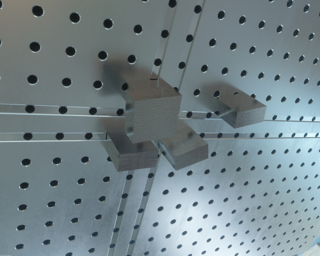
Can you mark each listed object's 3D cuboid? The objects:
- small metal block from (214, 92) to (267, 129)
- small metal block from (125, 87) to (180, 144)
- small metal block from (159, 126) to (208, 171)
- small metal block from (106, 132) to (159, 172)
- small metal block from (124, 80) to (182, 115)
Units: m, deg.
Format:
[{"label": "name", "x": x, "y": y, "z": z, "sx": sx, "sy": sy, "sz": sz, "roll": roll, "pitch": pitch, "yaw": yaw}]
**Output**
[{"label": "small metal block", "x": 0.114, "y": -0.026, "z": 0.443, "sx": 0.050, "sy": 0.050, "sz": 0.025, "roll": -12, "pitch": 124, "yaw": -22}, {"label": "small metal block", "x": -0.009, "y": -0.015, "z": 0.334, "sx": 0.050, "sy": 0.025, "sz": 0.050, "roll": -9, "pitch": 123, "yaw": -24}, {"label": "small metal block", "x": 0.032, "y": 0.027, "z": 0.431, "sx": 0.050, "sy": 0.050, "sz": 0.025, "roll": -19, "pitch": 126, "yaw": -18}, {"label": "small metal block", "x": -0.036, "y": 0.028, "z": 0.394, "sx": 0.050, "sy": 0.050, "sz": 0.025, "roll": -4, "pitch": 120, "yaw": -27}, {"label": "small metal block", "x": -0.009, "y": -0.036, "z": 0.369, "sx": 0.050, "sy": 0.050, "sz": 0.025, "roll": -6, "pitch": 121, "yaw": -26}]
